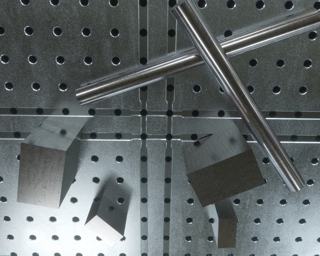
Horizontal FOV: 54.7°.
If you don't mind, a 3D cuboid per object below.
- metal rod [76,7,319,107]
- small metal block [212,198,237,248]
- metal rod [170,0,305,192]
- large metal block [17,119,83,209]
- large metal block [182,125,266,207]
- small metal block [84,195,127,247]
[{"bbox_3d":[0.040,-0.085,0.382,0.301,0.025,0.025,-18,109,6],"label":"metal rod"},{"bbox_3d":[0.093,0.137,0.451,0.025,0.050,0.050,-2,110,1],"label":"small metal block"},{"bbox_3d":[0.108,-0.025,0.386,0.025,0.025,0.300,-34,114,12],"label":"metal rod"},{"bbox_3d":[-0.139,0.044,0.399,0.050,0.080,0.079,12,110,-4],"label":"large metal block"},{"bbox_3d":[0.078,0.046,0.402,0.080,0.080,0.050,-23,109,8],"label":"large metal block"},{"bbox_3d":[-0.077,0.133,0.448,0.025,0.050,0.050,-42,105,14],"label":"small metal block"}]
